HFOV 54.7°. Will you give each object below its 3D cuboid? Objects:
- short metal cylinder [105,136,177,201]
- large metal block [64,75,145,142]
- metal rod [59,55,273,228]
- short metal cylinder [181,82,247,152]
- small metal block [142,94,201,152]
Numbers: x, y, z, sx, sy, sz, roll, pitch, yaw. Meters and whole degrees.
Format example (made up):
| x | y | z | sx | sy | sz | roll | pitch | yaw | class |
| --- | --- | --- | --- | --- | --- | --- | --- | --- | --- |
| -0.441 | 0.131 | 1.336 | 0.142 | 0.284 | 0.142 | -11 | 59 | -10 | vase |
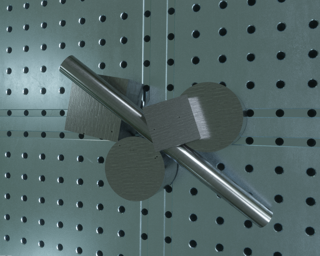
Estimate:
| x | y | z | sx | sy | sz | roll | pitch | yaw | class |
| --- | --- | --- | --- | --- | --- | --- | --- | --- | --- |
| -0.024 | 0.050 | 0.404 | 0.080 | 0.050 | 0.079 | 0 | 90 | 20 | short metal cylinder |
| -0.074 | -0.029 | 0.419 | 0.080 | 0.050 | 0.079 | 12 | 94 | 19 | large metal block |
| 0.006 | 0.015 | 0.369 | 0.300 | 0.025 | 0.025 | 38 | 103 | 1 | metal rod |
| 0.061 | -0.012 | 0.374 | 0.080 | 0.050 | 0.079 | 0 | 90 | 20 | short metal cylinder |
| 0.013 | -0.004 | 0.343 | 0.050 | 0.025 | 0.050 | -17 | 84 | 1 | small metal block |
